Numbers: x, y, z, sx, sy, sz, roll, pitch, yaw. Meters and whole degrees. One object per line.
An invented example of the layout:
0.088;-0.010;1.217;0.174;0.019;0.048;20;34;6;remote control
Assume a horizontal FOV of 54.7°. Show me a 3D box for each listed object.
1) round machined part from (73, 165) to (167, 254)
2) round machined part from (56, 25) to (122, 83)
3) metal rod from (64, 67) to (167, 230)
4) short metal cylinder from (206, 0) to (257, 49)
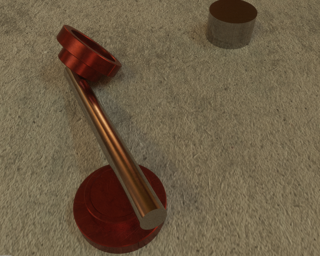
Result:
-0.042;0.077;0.328;0.099;0.042;0.098;0;50;0;round machined part
-0.109;-0.104;0.456;0.042;0.098;0.098;-52;58;13;round machined part
-0.070;-0.005;0.368;0.025;0.025;0.300;-21;41;-17;metal rod
0.124;-0.182;0.541;0.081;0.050;0.080;0;50;0;short metal cylinder
